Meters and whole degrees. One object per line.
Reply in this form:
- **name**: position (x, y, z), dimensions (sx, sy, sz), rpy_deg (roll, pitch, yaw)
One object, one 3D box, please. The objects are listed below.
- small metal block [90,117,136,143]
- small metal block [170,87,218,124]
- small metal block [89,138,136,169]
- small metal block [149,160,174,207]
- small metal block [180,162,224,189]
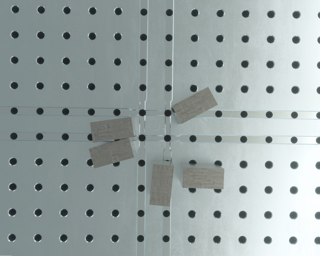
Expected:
- **small metal block**: position (-0.058, 0.002, 0.400), dimensions (0.050, 0.050, 0.025), rpy_deg (-8, 90, 0)
- **small metal block**: position (0.042, -0.028, 0.401), dimensions (0.050, 0.050, 0.025), rpy_deg (-28, 90, 0)
- **small metal block**: position (-0.059, 0.030, 0.400), dimensions (0.050, 0.050, 0.025), rpy_deg (-15, 90, 0)
- **small metal block**: position (0.002, 0.070, 0.401), dimensions (0.025, 0.050, 0.050), rpy_deg (6, 90, 0)
- **small metal block**: position (0.053, 0.061, 0.402), dimensions (0.050, 0.050, 0.025), rpy_deg (2, 90, -1)
